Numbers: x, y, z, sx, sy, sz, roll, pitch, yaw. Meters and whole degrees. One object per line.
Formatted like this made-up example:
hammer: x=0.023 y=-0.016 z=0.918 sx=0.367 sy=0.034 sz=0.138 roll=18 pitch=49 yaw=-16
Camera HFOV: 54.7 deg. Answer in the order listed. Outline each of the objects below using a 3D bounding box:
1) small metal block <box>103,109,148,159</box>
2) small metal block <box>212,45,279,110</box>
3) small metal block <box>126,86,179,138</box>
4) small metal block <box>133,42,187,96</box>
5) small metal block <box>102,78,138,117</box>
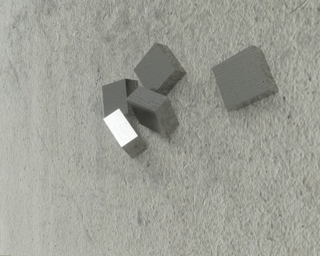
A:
small metal block: x=-0.046 y=0.009 z=0.424 sx=0.025 sy=0.050 sz=0.050 roll=-35 pitch=64 yaw=-3
small metal block: x=0.090 y=-0.052 z=0.331 sx=0.050 sy=0.025 sz=0.050 roll=-27 pitch=73 yaw=37
small metal block: x=-0.009 y=-0.021 z=0.393 sx=0.050 sy=0.050 sz=0.025 roll=26 pitch=64 yaw=37
small metal block: x=-0.001 y=-0.074 z=0.406 sx=0.050 sy=0.025 sz=0.050 roll=-46 pitch=63 yaw=30
small metal block: x=-0.057 y=-0.041 z=0.452 sx=0.050 sy=0.025 sz=0.050 roll=-9 pitch=84 yaw=39
